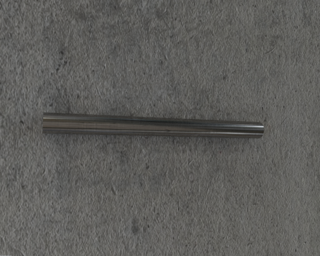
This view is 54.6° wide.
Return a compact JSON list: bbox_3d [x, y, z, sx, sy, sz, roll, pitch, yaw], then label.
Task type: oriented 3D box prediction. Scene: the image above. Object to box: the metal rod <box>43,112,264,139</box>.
[{"bbox_3d":[0.006,-0.001,0.412,0.302,0.025,0.025,2,90,-20],"label":"metal rod"}]
